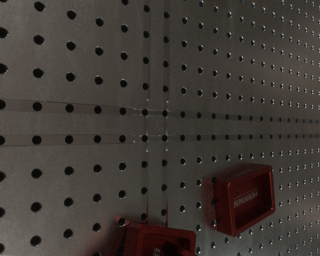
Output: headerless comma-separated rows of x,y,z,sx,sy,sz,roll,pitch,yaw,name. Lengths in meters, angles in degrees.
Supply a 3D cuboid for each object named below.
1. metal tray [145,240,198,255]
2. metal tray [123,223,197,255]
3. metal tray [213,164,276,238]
-0.013,0.192,0.353,0.131,0.090,0.030,-34,113,-34,metal tray
-0.005,0.190,0.384,0.091,0.030,0.130,18,70,-30,metal tray
0.149,0.120,0.534,0.131,0.030,0.089,-11,97,-40,metal tray
